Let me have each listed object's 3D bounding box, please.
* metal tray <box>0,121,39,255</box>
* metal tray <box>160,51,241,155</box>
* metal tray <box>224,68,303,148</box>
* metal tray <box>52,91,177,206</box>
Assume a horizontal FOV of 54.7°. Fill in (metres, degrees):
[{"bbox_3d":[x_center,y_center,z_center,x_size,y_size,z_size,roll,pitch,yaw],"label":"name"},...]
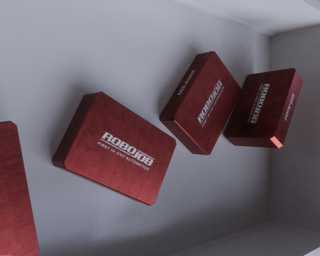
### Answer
[{"bbox_3d":[-0.157,0.064,0.255,0.091,0.030,0.129,-17,101,-55],"label":"metal tray"},{"bbox_3d":[0.064,-0.037,0.457,0.090,0.030,0.130,45,63,-31],"label":"metal tray"},{"bbox_3d":[0.168,-0.033,0.504,0.030,0.090,0.130,39,66,-33],"label":"metal tray"},{"bbox_3d":[-0.046,0.028,0.365,0.130,0.030,0.090,33,69,-35],"label":"metal tray"}]
